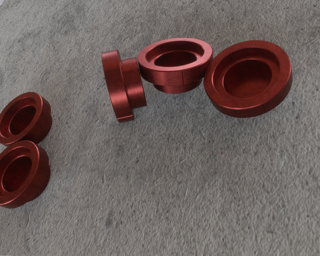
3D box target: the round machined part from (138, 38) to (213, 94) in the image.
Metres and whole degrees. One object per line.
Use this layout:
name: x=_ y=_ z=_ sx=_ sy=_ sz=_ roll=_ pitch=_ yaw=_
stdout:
round machined part: x=0.022 y=-0.081 z=0.416 sx=0.099 sy=0.042 sz=0.098 roll=-5 pitch=38 yaw=4

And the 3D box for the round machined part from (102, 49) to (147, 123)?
round machined part: x=-0.045 y=-0.058 z=0.421 sx=0.042 sy=0.098 sz=0.098 roll=-13 pitch=54 yaw=-2

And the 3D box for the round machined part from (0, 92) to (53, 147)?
round machined part: x=-0.220 y=-0.008 z=0.514 sx=0.098 sy=0.042 sz=0.098 roll=-13 pitch=56 yaw=21

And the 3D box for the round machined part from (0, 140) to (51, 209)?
round machined part: x=-0.203 y=0.071 z=0.456 sx=0.098 sy=0.042 sz=0.098 roll=-13 pitch=56 yaw=21

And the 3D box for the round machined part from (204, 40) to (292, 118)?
round machined part: x=0.106 y=-0.054 z=0.370 sx=0.098 sy=0.042 sz=0.098 roll=-13 pitch=56 yaw=21
